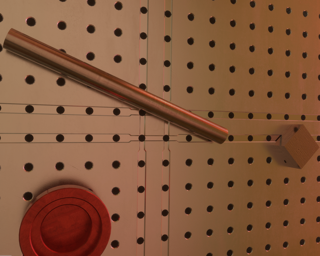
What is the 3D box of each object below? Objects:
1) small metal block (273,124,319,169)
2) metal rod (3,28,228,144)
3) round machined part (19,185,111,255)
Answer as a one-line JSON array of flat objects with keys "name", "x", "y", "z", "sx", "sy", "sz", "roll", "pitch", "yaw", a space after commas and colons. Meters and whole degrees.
[{"name": "small metal block", "x": 0.218, "y": 0.029, "z": 0.496, "sx": 0.050, "sy": 0.025, "sz": 0.050, "roll": -44, "pitch": 104, "yaw": -15}, {"name": "metal rod", "x": -0.040, "y": -0.045, "z": 0.398, "sx": 0.302, "sy": 0.025, "sz": 0.025, "roll": 23, "pitch": 82, "yaw": -19}, {"name": "round machined part", "x": -0.110, "y": 0.115, "z": 0.364, "sx": 0.099, "sy": 0.042, "sz": 0.097, "roll": 0, "pitch": 90, "yaw": -21}]
